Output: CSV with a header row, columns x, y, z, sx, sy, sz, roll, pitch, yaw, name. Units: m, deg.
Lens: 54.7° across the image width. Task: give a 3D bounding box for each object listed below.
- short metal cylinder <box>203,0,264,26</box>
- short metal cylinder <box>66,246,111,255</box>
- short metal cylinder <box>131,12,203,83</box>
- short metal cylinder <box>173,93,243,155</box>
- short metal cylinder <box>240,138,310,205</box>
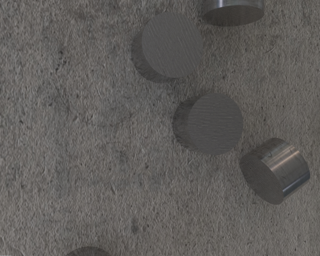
x,y,z,sx,sy,sz,roll,pitch,yaw,name
0.098,-0.174,0.415,0.081,0.080,0.050,0,90,-20,short metal cylinder
-0.085,0.189,0.365,0.081,0.050,0.080,0,90,-20,short metal cylinder
0.008,-0.101,0.398,0.081,0.050,0.080,0,90,-20,short metal cylinder
0.064,-0.005,0.419,0.081,0.050,0.080,0,90,-20,short metal cylinder
0.161,0.061,0.439,0.050,0.080,0.080,-30,100,-17,short metal cylinder
